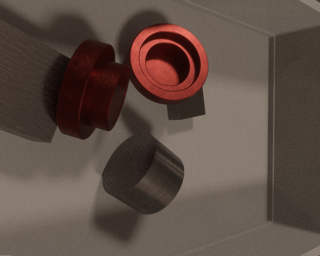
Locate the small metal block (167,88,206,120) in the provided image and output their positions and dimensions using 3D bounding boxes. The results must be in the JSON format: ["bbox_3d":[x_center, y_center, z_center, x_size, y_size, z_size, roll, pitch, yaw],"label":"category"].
[{"bbox_3d":[0.036,-0.040,0.439,0.050,0.025,0.050,-13,98,-40],"label":"small metal block"}]

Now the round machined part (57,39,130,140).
[{"bbox_3d":[-0.060,-0.035,0.308,0.042,0.098,0.098,17,76,2],"label":"round machined part"}]

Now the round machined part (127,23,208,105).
[{"bbox_3d":[0.007,-0.076,0.387,0.099,0.042,0.098,3,78,-16],"label":"round machined part"}]

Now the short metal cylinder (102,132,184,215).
[{"bbox_3d":[-0.019,0.052,0.356,0.050,0.080,0.080,42,65,-33],"label":"short metal cylinder"}]

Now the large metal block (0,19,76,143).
[{"bbox_3d":[-0.131,-0.038,0.281,0.080,0.050,0.080,28,73,-37],"label":"large metal block"}]
